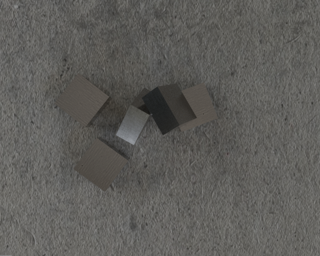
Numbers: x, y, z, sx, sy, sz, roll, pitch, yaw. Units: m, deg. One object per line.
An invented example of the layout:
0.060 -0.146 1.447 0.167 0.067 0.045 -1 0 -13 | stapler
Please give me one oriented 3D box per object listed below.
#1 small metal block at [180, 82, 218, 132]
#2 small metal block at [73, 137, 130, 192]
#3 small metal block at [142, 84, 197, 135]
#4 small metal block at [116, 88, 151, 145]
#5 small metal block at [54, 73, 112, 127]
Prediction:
0.042 -0.027 0.410 0.050 0.025 0.050 -21 90 0 | small metal block
-0.076 0.047 0.409 0.050 0.025 0.050 36 90 0 | small metal block
0.012 -0.024 0.371 0.025 0.050 0.050 -32 84 31 | small metal block
-0.026 -0.015 0.387 0.025 0.050 0.050 30 124 0 | small metal block
-0.100 -0.036 0.409 0.050 0.025 0.050 38 90 0 | small metal block
